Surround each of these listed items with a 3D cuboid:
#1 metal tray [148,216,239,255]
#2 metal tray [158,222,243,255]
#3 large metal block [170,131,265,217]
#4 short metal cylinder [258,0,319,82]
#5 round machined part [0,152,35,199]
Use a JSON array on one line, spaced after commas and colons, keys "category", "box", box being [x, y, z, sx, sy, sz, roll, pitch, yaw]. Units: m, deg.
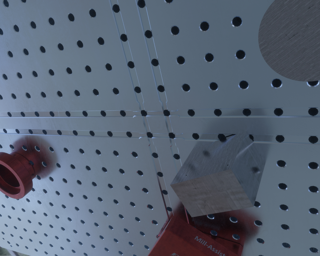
[{"category": "metal tray", "box": [0.055, 0.199, 0.462, 0.130, 0.030, 0.089, 31, 128, 8]}, {"category": "metal tray", "box": [0.064, 0.212, 0.505, 0.130, 0.030, 0.089, 11, 123, 22]}, {"category": "large metal block", "box": [0.072, 0.055, 0.372, 0.080, 0.080, 0.050, -22, 106, 36]}, {"category": "short metal cylinder", "box": [0.132, -0.087, 0.271, 0.080, 0.050, 0.079, 13, 124, 21]}, {"category": "round machined part", "box": [-0.287, 0.087, 0.606, 0.098, 0.042, 0.097, 13, 124, 21]}]
